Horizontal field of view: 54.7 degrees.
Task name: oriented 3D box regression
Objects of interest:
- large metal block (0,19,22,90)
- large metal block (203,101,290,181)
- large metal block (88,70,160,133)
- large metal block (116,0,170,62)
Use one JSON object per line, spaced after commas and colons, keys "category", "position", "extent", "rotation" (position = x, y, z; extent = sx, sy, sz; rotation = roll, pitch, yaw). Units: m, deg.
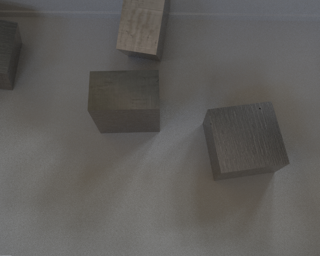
{"category": "large metal block", "position": [-0.241, -0.103, 0.421], "extent": [0.081, 0.050, 0.080], "rotation": [6, 69, -15]}
{"category": "large metal block", "position": [0.104, 0.017, 0.391], "extent": [0.081, 0.050, 0.080], "rotation": [-8, 70, -3]}
{"category": "large metal block", "position": [-0.041, -0.030, 0.391], "extent": [0.081, 0.080, 0.050], "rotation": [-1, 70, -1]}
{"category": "large metal block", "position": [-0.020, -0.137, 0.416], "extent": [0.050, 0.080, 0.079], "rotation": [10, 97, 3]}
